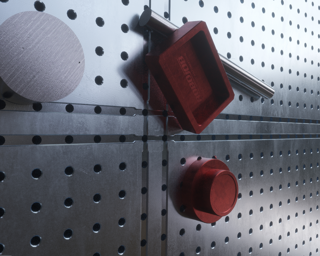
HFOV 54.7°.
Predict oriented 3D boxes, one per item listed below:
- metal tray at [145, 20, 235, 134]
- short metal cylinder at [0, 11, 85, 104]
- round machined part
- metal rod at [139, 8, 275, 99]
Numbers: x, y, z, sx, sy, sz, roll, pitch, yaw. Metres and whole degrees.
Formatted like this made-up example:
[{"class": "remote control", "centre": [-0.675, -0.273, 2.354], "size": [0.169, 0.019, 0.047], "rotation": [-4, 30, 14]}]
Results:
[{"class": "metal tray", "centre": [0.046, -0.067, 0.426], "size": [0.090, 0.030, 0.130], "rotation": [-44, 124, -20]}, {"class": "short metal cylinder", "centre": [-0.120, -0.063, 0.293], "size": [0.081, 0.050, 0.079], "rotation": [0, 90, -40]}, {"class": "round machined part", "centre": [0.082, 0.096, 0.470], "size": [0.099, 0.042, 0.097], "rotation": [0, 90, -40]}, {"class": "metal rod", "centre": [0.093, -0.104, 0.489], "size": [0.302, 0.025, 0.025], "rotation": [19, 78, -39]}]
